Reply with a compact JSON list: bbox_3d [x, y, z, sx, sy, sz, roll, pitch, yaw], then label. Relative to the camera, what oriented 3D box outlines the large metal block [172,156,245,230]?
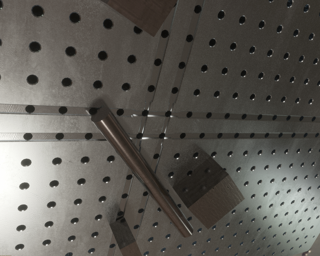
[{"bbox_3d":[0.081,0.107,0.508,0.080,0.050,0.080,-39,130,-2],"label":"large metal block"}]

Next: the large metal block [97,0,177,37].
[{"bbox_3d":[-0.018,-0.140,0.280,0.050,0.080,0.080,26,104,-38],"label":"large metal block"}]

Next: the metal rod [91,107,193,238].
[{"bbox_3d":[-0.011,0.084,0.458,0.025,0.025,0.299,-35,129,-6],"label":"metal rod"}]

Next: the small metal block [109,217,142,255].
[{"bbox_3d":[-0.052,0.176,0.477,0.025,0.050,0.050,-24,128,-14],"label":"small metal block"}]
